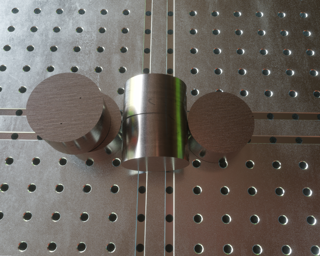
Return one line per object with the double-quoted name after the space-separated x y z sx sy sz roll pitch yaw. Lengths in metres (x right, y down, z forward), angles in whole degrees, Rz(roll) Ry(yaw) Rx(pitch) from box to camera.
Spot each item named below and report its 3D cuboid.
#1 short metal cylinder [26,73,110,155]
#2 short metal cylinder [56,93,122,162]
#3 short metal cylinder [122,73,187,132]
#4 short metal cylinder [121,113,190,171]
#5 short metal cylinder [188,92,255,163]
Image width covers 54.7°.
-0.100 -0.015 0.348 0.081 0.050 0.080 0 70 0 "short metal cylinder"
-0.087 -0.001 0.398 0.081 0.050 0.080 0 70 0 "short metal cylinder"
-0.006 -0.028 0.393 0.081 0.080 0.050 1 71 0 "short metal cylinder"
-0.006 0.020 0.375 0.081 0.080 0.050 -1 70 -1 "short metal cylinder"
0.074 0.000 0.398 0.081 0.050 0.080 0 70 0 "short metal cylinder"
